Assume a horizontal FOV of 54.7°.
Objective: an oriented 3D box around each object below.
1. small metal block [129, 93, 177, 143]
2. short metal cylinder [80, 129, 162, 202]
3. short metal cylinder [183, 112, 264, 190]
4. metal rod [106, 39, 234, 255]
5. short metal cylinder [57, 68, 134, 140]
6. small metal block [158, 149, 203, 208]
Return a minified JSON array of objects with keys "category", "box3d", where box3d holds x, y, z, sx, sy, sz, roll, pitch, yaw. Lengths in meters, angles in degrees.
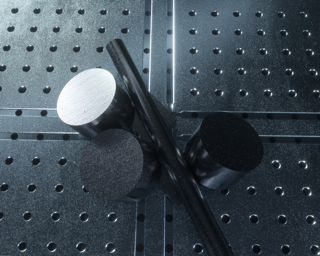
[{"category":"small metal block","box3d":[-0.013,-0.009,0.411,0.050,0.025,0.050,-41,75,-14]},{"category":"short metal cylinder","box3d":[-0.045,0.045,0.363,0.080,0.050,0.080,-6,73,21]},{"category":"short metal cylinder","box3d":[0.074,0.027,0.372,0.081,0.050,0.080,11,53,-15]},{"category":"metal rod","box3d":[0.003,0.014,0.376,0.025,0.025,0.299,-24,72,-9]},{"category":"short metal cylinder","box3d":[-0.080,-0.028,0.389,0.080,0.050,0.080,-10,60,18]},{"category":"small metal block","box3d":[0.024,0.063,0.385,0.050,0.025,0.050,-38,75,-13]}]
